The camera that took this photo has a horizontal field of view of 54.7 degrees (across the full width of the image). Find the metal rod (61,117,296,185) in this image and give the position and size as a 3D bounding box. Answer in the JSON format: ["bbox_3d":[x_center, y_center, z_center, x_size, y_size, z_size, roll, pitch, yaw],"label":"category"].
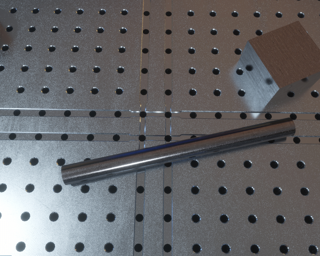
[{"bbox_3d":[0.027,0.029,0.401,0.302,0.025,0.025,-12,71,-5],"label":"metal rod"}]

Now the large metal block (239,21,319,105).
[{"bbox_3d":[0.172,-0.091,0.434,0.080,0.050,0.080,-23,72,-9],"label":"large metal block"}]
